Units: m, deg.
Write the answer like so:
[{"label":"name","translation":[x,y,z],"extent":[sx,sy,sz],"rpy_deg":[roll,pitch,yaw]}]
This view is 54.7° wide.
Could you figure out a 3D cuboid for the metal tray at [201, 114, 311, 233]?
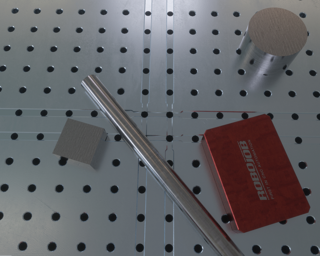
[{"label":"metal tray","translation":[0.116,0.055,0.390],"extent":[0.091,0.030,0.130],"rpy_deg":[-15,71,-6]}]

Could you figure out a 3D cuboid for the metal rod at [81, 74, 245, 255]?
[{"label":"metal rod","translation":[-0.006,0.044,0.395],"extent":[0.025,0.025,0.300],"rpy_deg":[-37,74,-12]}]

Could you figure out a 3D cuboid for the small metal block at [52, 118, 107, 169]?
[{"label":"small metal block","translation":[-0.103,0.020,0.404],"extent":[0.050,0.025,0.050],"rpy_deg":[16,71,5]}]

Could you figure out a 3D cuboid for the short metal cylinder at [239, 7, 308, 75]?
[{"label":"short metal cylinder","translation":[0.160,-0.124,0.445],"extent":[0.081,0.050,0.080],"rpy_deg":[0,70,0]}]
